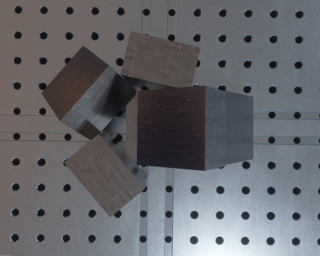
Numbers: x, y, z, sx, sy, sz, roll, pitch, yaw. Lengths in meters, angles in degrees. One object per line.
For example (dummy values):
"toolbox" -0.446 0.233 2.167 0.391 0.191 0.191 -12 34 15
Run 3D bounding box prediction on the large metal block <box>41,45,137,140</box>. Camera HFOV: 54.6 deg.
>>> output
"large metal block" -0.088 -0.044 0.379 0.080 0.080 0.050 -49 134 0

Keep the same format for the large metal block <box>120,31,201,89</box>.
"large metal block" 0.001 -0.075 0.386 0.080 0.080 0.050 13 90 0

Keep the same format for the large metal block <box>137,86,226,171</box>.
"large metal block" 0.023 0.000 0.332 0.080 0.050 0.080 0 89 34

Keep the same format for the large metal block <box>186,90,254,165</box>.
"large metal block" 0.075 0.000 0.378 0.050 0.080 0.080 0 89 38

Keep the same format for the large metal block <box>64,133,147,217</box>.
"large metal block" -0.062 0.053 0.384 0.050 0.080 0.080 -40 91 0

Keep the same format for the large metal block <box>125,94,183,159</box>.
"large metal block" -0.001 -0.002 0.401 0.080 0.050 0.080 1 90 0
